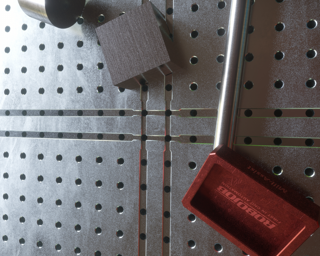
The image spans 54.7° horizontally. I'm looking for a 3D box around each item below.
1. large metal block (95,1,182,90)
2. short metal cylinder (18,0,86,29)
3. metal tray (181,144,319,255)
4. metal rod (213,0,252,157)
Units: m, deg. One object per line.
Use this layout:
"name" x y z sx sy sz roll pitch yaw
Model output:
"large metal block" -0.027 -0.104 0.408 0.080 0.050 0.080 -20 84 18
"short metal cylinder" -0.150 -0.187 0.435 0.050 0.080 0.080 25 98 18
"metal tray" 0.100 0.091 0.358 0.130 0.030 0.089 34 122 16
"metal rod" 0.094 -0.111 0.379 0.025 0.025 0.298 7 92 19
